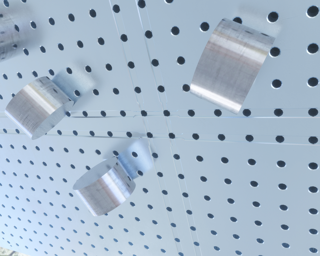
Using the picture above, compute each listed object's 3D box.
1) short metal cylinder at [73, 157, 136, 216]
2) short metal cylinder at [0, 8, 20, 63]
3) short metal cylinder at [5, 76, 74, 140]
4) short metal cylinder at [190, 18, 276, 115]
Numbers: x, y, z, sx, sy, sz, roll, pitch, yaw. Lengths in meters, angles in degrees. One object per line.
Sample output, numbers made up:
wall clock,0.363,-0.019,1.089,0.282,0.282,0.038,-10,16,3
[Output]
short metal cylinder,-0.085,0.088,0.475,0.080,0.080,0.050,-22,107,36
short metal cylinder,-0.253,-0.131,0.447,0.080,0.050,0.079,13,124,21
short metal cylinder,-0.173,-0.029,0.449,0.050,0.080,0.080,44,129,-3
short metal cylinder,0.070,-0.059,0.302,0.050,0.080,0.079,27,128,11
